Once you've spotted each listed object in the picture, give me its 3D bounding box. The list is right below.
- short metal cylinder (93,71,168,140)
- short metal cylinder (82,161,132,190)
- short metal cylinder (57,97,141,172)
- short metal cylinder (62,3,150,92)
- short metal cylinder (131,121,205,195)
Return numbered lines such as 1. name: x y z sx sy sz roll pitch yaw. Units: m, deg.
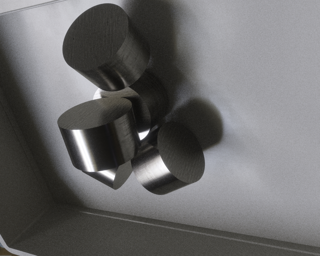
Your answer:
1. short metal cylinder: -0.036 -0.029 0.391 0.080 0.050 0.079 13 124 21
2. short metal cylinder: -0.064 0.038 0.428 0.050 0.080 0.079 26 128 12
3. short metal cylinder: -0.065 0.004 0.343 0.080 0.080 0.050 3 120 26
4. short metal cylinder: -0.058 -0.087 0.340 0.080 0.080 0.050 4 163 26
5. short metal cylinder: 0.011 0.038 0.389 0.050 0.080 0.080 -32 101 39
